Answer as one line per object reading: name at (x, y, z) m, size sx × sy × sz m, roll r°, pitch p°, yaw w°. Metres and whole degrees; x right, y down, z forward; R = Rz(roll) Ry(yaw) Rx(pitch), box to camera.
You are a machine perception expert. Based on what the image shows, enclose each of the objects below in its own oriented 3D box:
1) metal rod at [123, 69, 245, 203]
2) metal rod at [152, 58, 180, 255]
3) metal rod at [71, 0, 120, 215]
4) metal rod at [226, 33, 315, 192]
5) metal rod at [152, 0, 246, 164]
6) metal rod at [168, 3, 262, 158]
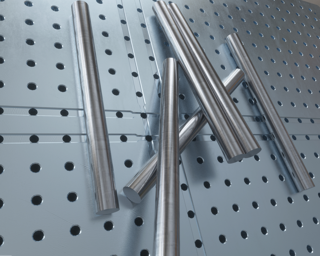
metal rod at (0.052, -0.008, 0.440) m, size 0.025 × 0.025 × 0.301 m, roll 44°, pitch 51°, yaw 2°
metal rod at (0.011, 0.013, 0.375) m, size 0.025 × 0.025 × 0.300 m, roll 19°, pitch 45°, yaw -17°
metal rod at (-0.086, -0.044, 0.388) m, size 0.025 × 0.025 × 0.299 m, roll 1°, pitch 61°, yaw -28°
metal rod at (0.179, -0.038, 0.526) m, size 0.025 × 0.025 × 0.299 m, roll -5°, pitch 64°, yaw -30°
metal rod at (0.048, -0.084, 0.460) m, size 0.025 × 0.025 × 0.299 m, roll -4°, pitch 57°, yaw -30°
metal rod at (0.070, -0.088, 0.473) m, size 0.025 × 0.025 × 0.299 m, roll -4°, pitch 56°, yaw -30°
